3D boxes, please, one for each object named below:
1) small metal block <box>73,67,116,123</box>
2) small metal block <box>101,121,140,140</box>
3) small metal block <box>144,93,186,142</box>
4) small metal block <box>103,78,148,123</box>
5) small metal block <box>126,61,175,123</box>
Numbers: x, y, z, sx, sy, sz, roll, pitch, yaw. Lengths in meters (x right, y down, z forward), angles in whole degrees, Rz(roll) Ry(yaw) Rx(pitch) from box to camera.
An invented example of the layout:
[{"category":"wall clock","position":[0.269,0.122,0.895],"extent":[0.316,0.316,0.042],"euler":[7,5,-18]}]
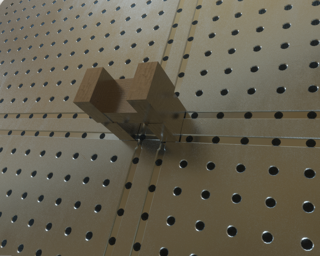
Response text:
[{"category":"small metal block","position":[-0.075,-0.040,0.389],"extent":[0.025,0.050,0.050],"euler":[1,62,29]},{"category":"small metal block","position":[-0.050,-0.017,0.426],"extent":[0.025,0.050,0.050],"euler":[1,62,28]},{"category":"small metal block","position":[0.008,-0.016,0.396],"extent":[0.025,0.050,0.050],"euler":[-1,62,28]},{"category":"small metal block","position":[-0.036,-0.034,0.383],"extent":[0.050,0.025,0.050],"euler":[1,62,28]},{"category":"small metal block","position":[-0.009,-0.040,0.354],"extent":[0.025,0.050,0.050],"euler":[1,62,29]}]
